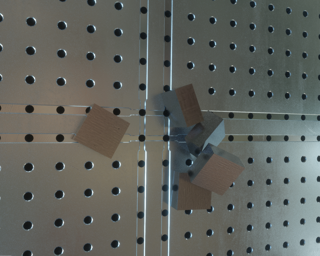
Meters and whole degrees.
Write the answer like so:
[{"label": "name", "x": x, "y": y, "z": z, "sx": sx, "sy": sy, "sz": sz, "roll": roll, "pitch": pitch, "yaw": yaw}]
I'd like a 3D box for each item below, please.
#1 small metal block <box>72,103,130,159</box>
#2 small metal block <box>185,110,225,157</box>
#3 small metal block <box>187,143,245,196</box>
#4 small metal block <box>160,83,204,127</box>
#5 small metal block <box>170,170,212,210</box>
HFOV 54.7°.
[{"label": "small metal block", "x": -0.073, "y": 0.004, "z": 0.386, "sx": 0.050, "sy": 0.025, "sz": 0.050, "roll": 30, "pitch": 80, "yaw": -18}, {"label": "small metal block", "x": 0.063, "y": 0.012, "z": 0.422, "sx": 0.025, "sy": 0.050, "sz": 0.050, "roll": 34, "pitch": 75, "yaw": 28}, {"label": "small metal block", "x": 0.072, "y": 0.054, "z": 0.403, "sx": 0.050, "sy": 0.025, "sz": 0.050, "roll": 26, "pitch": 112, "yaw": -20}, {"label": "small metal block", "x": 0.029, "y": -0.028, "z": 0.411, "sx": 0.025, "sy": 0.050, "sz": 0.050, "roll": -21, "pitch": 98, "yaw": -19}, {"label": "small metal block", "x": 0.044, "y": 0.085, "z": 0.430, "sx": 0.050, "sy": 0.025, "sz": 0.050, "roll": 4, "pitch": 89, "yaw": -20}]
